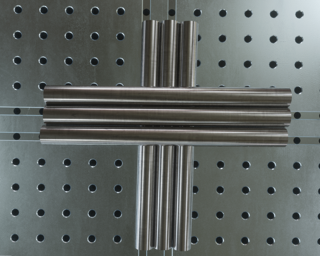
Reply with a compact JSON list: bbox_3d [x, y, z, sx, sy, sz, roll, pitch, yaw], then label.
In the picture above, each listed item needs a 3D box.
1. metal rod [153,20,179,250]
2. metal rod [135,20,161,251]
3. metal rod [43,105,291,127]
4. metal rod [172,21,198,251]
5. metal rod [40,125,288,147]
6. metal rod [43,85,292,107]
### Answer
[{"bbox_3d":[0.008,0.009,0.413,0.025,0.025,0.298,2,90,0],"label":"metal rod"},{"bbox_3d":[-0.016,0.009,0.413,0.025,0.025,0.298,2,90,0],"label":"metal rod"},{"bbox_3d":[0.009,-0.015,0.388,0.302,0.025,0.025,1,90,0],"label":"metal rod"},{"bbox_3d":[0.034,0.010,0.414,0.025,0.025,0.298,2,90,0],"label":"metal rod"},{"bbox_3d":[0.005,0.010,0.388,0.302,0.025,0.025,1,90,0],"label":"metal rod"},{"bbox_3d":[0.010,-0.040,0.388,0.302,0.025,0.025,1,90,0],"label":"metal rod"}]
